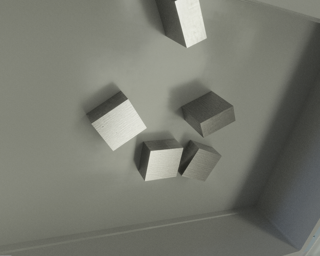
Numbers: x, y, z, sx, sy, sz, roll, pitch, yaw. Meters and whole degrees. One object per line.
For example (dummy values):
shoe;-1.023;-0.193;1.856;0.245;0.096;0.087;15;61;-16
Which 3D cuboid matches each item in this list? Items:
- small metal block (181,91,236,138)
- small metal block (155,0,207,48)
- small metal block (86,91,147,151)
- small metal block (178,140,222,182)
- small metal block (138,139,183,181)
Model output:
small metal block;0.065;-0.020;0.418;0.050;0.050;0.025;-28;128;-11
small metal block;0.021;-0.120;0.331;0.025;0.050;0.050;-29;129;-10
small metal block;-0.052;-0.008;0.376;0.050;0.025;0.050;-35;129;-6
small metal block;0.058;0.051;0.474;0.050;0.025;0.050;20;108;-36
small metal block;0.000;0.045;0.438;0.050;0.025;0.050;-4;120;-27
